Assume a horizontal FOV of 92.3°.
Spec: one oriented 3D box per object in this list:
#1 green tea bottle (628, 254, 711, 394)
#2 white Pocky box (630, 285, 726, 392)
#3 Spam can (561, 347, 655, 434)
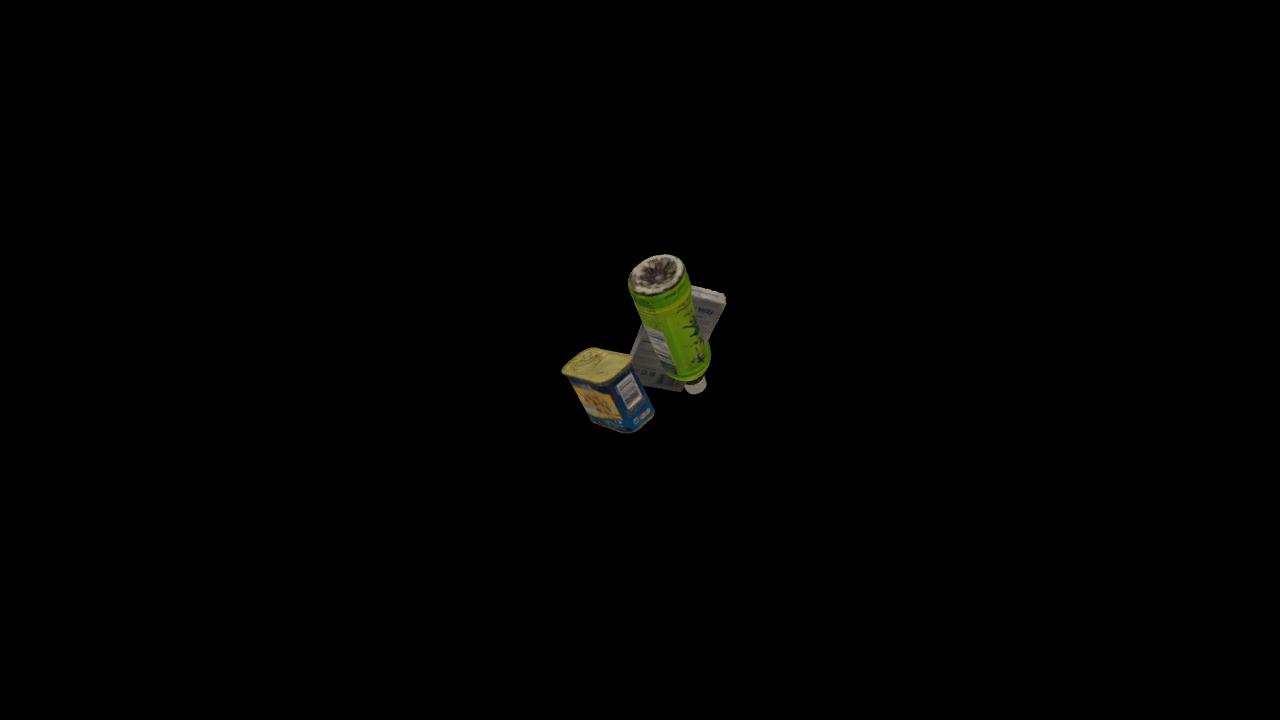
[{"bbox_3d":[0.045,-0.031,0.761,0.073,0.073,0.212,0,-39,19],"label":"green tea bottle"},{"bbox_3d":[0.039,-0.026,0.764,0.084,0.154,0.028,12,40,-13],"label":"white Pocky box"},{"bbox_3d":[-0.039,0.038,0.765,0.058,0.085,0.101,-41,31,-27],"label":"Spam can"}]
